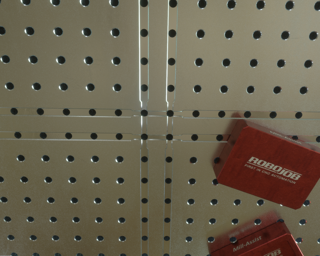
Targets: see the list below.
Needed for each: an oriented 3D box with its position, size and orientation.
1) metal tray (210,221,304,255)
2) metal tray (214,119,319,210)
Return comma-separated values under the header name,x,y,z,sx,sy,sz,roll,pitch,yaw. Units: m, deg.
name,x,y,z,sx,sy,sz,roll,pitch,yaw
metal tray,0.157,0.214,0.490,0.130,0.030,0.090,-30,108,10
metal tray,0.153,0.052,0.431,0.131,0.030,0.089,20,109,-8
